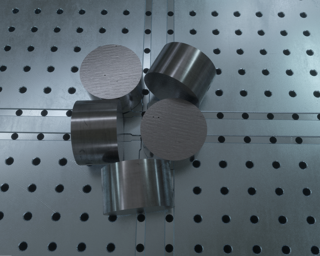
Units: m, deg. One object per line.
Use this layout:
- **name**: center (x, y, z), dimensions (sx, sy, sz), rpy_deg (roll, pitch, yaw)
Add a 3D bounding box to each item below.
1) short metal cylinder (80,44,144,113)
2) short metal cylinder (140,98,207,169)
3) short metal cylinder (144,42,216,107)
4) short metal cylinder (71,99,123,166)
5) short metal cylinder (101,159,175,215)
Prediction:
- **short metal cylinder**: center (-0.063, -0.065, 0.421), dimensions (0.080, 0.050, 0.080), rpy_deg (0, 70, 1)
- **short metal cylinder**: center (0.016, 0.008, 0.395), dimensions (0.081, 0.050, 0.080), rpy_deg (0, 70, -1)
- **short metal cylinder**: center (0.026, -0.066, 0.407), dimensions (0.080, 0.080, 0.050), rpy_deg (27, 72, 9)
- **short metal cylinder**: center (-0.074, 0.005, 0.381), dimensions (0.050, 0.080, 0.080), rpy_deg (-2, 70, -1)
- **short metal cylinder**: center (-0.026, 0.070, 0.356), dimensions (0.081, 0.080, 0.050), rpy_deg (-6, 71, -2)
